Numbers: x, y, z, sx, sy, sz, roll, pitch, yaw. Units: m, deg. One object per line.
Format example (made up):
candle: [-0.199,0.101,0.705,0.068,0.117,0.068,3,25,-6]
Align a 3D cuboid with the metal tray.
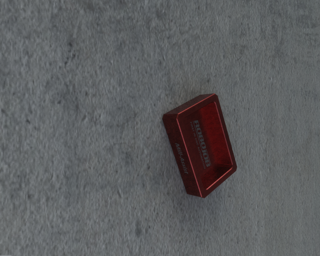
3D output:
metal tray: [0.062,0.024,0.455,0.091,0.030,0.129,-30,109,-36]
